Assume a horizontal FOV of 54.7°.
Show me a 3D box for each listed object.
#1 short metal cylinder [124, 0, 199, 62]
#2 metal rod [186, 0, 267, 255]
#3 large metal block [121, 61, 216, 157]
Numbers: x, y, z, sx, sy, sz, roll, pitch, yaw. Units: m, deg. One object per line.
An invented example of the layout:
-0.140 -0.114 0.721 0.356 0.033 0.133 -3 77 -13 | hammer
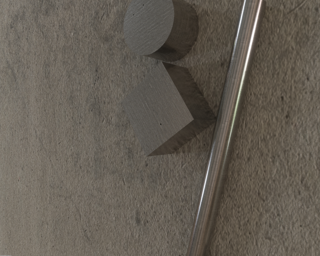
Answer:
0.001 -0.127 0.386 0.080 0.050 0.079 0 90 39 | short metal cylinder
0.071 0.013 0.345 0.025 0.025 0.298 18 101 38 | metal rod
0.009 -0.021 0.380 0.080 0.050 0.080 -40 66 32 | large metal block
